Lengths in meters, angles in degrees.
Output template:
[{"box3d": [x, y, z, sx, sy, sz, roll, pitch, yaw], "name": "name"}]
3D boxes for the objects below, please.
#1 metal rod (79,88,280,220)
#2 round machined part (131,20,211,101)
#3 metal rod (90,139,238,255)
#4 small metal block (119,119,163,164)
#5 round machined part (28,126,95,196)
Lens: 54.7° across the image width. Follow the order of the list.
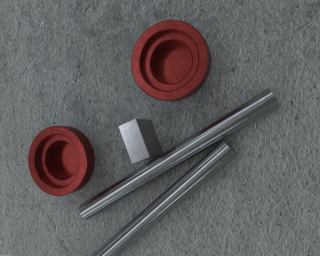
[{"box3d": [0.013, 0.042, 0.404, 0.300, 0.025, 0.025, -33, 80, 16], "name": "metal rod"}, {"box3d": [0.017, -0.082, 0.394, 0.098, 0.042, 0.097, 0, 90, 20], "name": "round machined part"}, {"box3d": [-0.019, 0.123, 0.415, 0.299, 0.025, 0.025, -43, 77, 14], "name": "metal rod"}, {"box3d": [-0.023, 0.016, 0.404, 0.025, 0.050, 0.050, -23, 83, 19], "name": "small metal block"}, {"box3d": [-0.136, 0.046, 0.448, 0.098, 0.042, 0.097, 0, 90, 20], "name": "round machined part"}]
